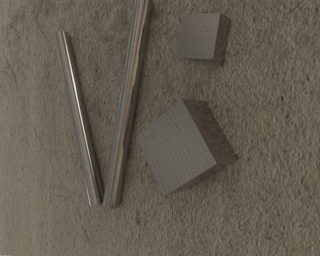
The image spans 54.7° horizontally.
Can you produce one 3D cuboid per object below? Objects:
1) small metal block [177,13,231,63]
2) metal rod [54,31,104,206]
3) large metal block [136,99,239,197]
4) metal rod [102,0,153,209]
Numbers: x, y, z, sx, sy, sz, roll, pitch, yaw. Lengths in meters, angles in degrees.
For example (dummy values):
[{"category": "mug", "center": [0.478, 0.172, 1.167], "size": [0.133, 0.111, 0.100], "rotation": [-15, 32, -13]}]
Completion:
[{"category": "small metal block", "center": [0.051, -0.104, 0.362], "size": [0.050, 0.025, 0.050], "rotation": [14, 99, 39]}, {"category": "metal rod", "center": [-0.135, -0.022, 0.513], "size": [0.025, 0.025, 0.299], "rotation": [-24, 75, 37]}, {"category": "large metal block", "center": [0.030, 0.023, 0.362], "size": [0.080, 0.050, 0.080], "rotation": [-39, 66, 32]}, {"category": "metal rod", "center": [-0.047, -0.030, 0.441], "size": [0.025, 0.025, 0.298], "rotation": [17, 100, 38]}]
